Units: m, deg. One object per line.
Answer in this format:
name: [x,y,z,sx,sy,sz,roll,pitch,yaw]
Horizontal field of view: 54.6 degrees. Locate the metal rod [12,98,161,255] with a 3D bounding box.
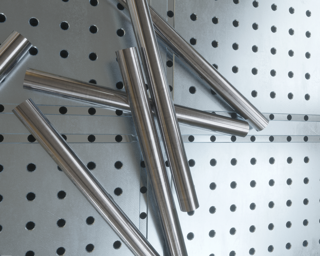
metal rod: [-0.072,0.091,0.386,0.025,0.025,0.300,-40,103,-16]

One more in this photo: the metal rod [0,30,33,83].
metal rod: [-0.241,0.018,0.323,0.025,0.025,0.300,39,78,-16]

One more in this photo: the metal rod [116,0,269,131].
metal rod: [0.043,-0.097,0.427,0.301,0.025,0.025,40,78,-16]

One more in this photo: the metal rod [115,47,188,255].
metal rod: [-0.005,0.050,0.393,0.025,0.025,0.298,-18,103,-19]

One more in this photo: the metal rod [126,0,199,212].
metal rod: [0.001,-0.041,0.384,0.025,0.025,0.299,-17,96,-19]

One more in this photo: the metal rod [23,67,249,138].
metal rod: [-0.015,-0.028,0.406,0.302,0.025,0.025,12,86,-20]
